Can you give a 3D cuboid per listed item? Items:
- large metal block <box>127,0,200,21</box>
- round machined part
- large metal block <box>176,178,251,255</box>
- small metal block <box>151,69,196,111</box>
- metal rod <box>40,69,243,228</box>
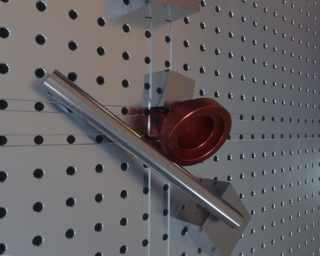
[{"bbox_3d":[0.003,-0.188,0.395,0.081,0.050,0.079,-8,95,-40],"label":"large metal block"},{"bbox_3d":[0.043,0.001,0.414,0.099,0.042,0.097,-17,133,-20],"label":"round machined part"},{"bbox_3d":[0.082,0.135,0.462,0.080,0.050,0.080,-48,119,-29],"label":"large metal block"},{"bbox_3d":[0.019,-0.048,0.425,0.050,0.025,0.050,15,81,-39],"label":"small metal block"},{"bbox_3d":[-0.005,0.038,0.369,0.301,0.025,0.025,39,66,-21],"label":"metal rod"}]
